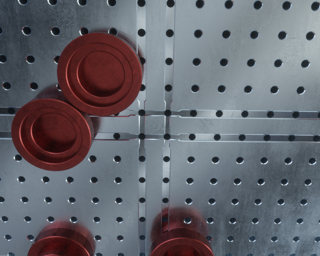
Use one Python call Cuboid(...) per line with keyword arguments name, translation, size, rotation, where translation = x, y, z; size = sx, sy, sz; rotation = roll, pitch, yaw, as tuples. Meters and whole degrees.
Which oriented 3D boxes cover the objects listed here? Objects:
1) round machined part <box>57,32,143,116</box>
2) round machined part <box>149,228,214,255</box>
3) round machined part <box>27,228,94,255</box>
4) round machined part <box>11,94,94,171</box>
Cuboid(name="round machined part", translation=(-0.070, -0.067, 0.379), size=(0.099, 0.042, 0.097), rotation=(0, 110, -1))
Cuboid(name="round machined part", translation=(0.032, 0.195, 0.477), size=(0.099, 0.042, 0.097), rotation=(0, 110, -1))
Cuboid(name="round machined part", translation=(-0.156, 0.208, 0.479), size=(0.099, 0.042, 0.097), rotation=(0, 110, -1))
Cuboid(name="round machined part", translation=(-0.135, 0.003, 0.404), size=(0.099, 0.042, 0.097), rotation=(0, 110, -1))
